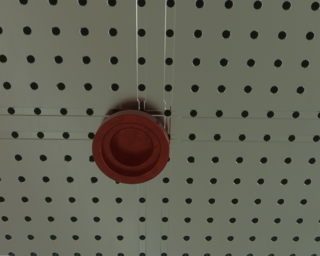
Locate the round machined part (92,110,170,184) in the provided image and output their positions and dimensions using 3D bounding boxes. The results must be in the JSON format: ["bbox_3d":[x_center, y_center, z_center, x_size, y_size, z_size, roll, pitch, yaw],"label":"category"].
[{"bbox_3d":[-0.037,0.022,0.412,0.099,0.042,0.097,0,110,-1],"label":"round machined part"}]
